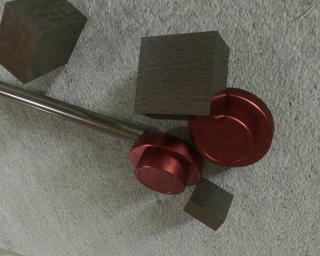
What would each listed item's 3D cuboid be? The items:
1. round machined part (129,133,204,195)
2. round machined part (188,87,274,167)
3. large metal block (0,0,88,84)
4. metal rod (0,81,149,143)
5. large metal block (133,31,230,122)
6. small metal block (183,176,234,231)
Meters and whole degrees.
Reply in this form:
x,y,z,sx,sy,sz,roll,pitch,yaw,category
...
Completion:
x,y,z,sx,sy,sz,roll,pitch,yaw,category
0.005,0.053,0.405,0.098,0.042,0.097,15,145,11,round machined part
0.078,0.006,0.358,0.098,0.042,0.097,13,124,21,round machined part
-0.146,-0.111,0.380,0.050,0.080,0.080,41,129,0,large metal block
-0.158,-0.031,0.470,0.301,0.025,0.025,18,126,17,metal rod
0.024,-0.050,0.323,0.080,0.050,0.080,3,85,26,large metal block
0.066,0.101,0.418,0.050,0.050,0.025,31,128,8,small metal block
